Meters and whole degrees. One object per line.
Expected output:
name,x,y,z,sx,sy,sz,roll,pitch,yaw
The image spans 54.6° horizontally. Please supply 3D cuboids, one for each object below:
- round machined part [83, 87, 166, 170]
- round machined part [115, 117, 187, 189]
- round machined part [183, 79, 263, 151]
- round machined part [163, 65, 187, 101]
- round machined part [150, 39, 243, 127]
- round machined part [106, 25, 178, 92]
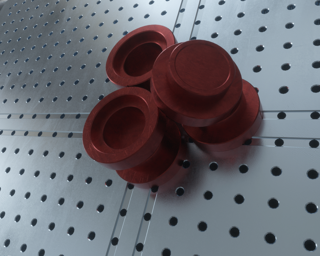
round machined part,-0.037,0.004,0.361,0.098,0.042,0.098,-13,56,21
round machined part,-0.019,0.024,0.395,0.098,0.042,0.098,-13,56,21
round machined part,0.071,-0.024,0.376,0.098,0.042,0.098,-13,56,21
round machined part,0.002,-0.063,0.437,0.098,0.042,0.098,-13,56,21
round machined part,0.040,-0.054,0.328,0.099,0.042,0.098,3,65,-6
round machined part,-0.018,-0.083,0.404,0.098,0.042,0.098,-13,56,21
